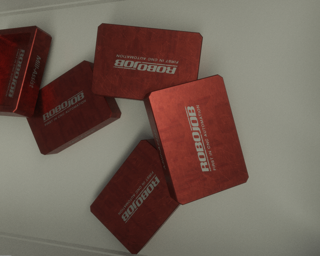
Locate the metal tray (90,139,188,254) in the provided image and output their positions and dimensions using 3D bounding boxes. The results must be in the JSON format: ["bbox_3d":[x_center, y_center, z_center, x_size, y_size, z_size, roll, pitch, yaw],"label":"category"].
[{"bbox_3d":[-0.023,0.090,0.415,0.090,0.030,0.130,41,102,15],"label":"metal tray"}]

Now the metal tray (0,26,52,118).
[{"bbox_3d":[-0.218,-0.083,0.461,0.090,0.030,0.129,4,79,27],"label":"metal tray"}]

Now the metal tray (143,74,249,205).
[{"bbox_3d":[0.042,0.012,0.359,0.091,0.030,0.129,-16,94,-13],"label":"metal tray"}]

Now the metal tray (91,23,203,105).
[{"bbox_3d":[-0.016,-0.079,0.396,0.131,0.030,0.089,7,92,4],"label":"metal tray"}]

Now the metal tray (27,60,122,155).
[{"bbox_3d":[-0.132,-0.027,0.453,0.130,0.030,0.090,-28,81,17],"label":"metal tray"}]
